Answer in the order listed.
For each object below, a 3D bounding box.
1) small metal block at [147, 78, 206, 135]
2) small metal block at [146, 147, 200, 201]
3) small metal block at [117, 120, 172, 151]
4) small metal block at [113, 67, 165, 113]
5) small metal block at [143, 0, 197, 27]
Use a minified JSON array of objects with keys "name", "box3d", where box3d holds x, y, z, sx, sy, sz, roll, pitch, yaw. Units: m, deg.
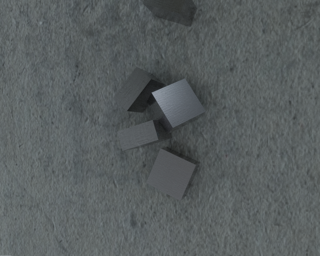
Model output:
[{"name":"small metal block","box3d":[0.020,-0.027,0.387,0.050,0.025,0.050,-26,79,-23]},{"name":"small metal block","box3d":[0.017,0.058,0.402,0.050,0.025,0.050,24,98,18]},{"name":"small metal block","box3d":[-0.019,0.009,0.401,0.050,0.050,0.025,-18,84,20]},{"name":"small metal block","box3d":[-0.026,-0.048,0.404,0.025,0.050,0.050,42,103,15]},{"name":"small metal block","box3d":[0.014,-0.154,0.390,0.050,0.050,0.025,22,98,18]}]
